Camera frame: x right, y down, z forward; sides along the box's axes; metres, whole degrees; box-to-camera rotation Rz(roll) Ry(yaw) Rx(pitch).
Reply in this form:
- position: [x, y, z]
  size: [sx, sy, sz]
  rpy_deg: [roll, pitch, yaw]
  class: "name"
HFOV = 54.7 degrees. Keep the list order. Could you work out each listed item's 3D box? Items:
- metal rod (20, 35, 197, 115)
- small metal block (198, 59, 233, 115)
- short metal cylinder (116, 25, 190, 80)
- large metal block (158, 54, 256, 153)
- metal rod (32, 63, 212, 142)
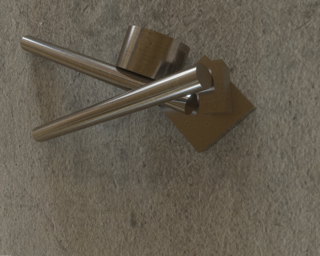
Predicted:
- position: [-0.086, -0.079, 0.409]
  size: [0.300, 0.025, 0.025]
  rpy_deg: [24, 98, 29]
  class: "metal rod"
- position: [0.057, -0.040, 0.320]
  size: [0.025, 0.050, 0.050]
  rpy_deg: [-4, 89, 20]
  class: "small metal block"
- position: [-0.009, -0.087, 0.385]
  size: [0.080, 0.080, 0.050]
  rpy_deg: [22, 97, 18]
  class: "short metal cylinder"
- position: [0.057, -0.027, 0.375]
  size: [0.080, 0.050, 0.080]
  rpy_deg: [-43, 76, 16]
  class: "large metal block"
- position: [-0.072, -0.019, 0.378]
  size: [0.300, 0.025, 0.025]
  rpy_deg: [-14, 85, 40]
  class: "metal rod"
